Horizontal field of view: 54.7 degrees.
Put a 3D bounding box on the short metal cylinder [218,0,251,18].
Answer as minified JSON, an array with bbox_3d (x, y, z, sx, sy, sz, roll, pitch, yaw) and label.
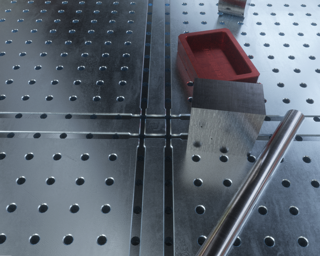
[{"bbox_3d":[0.148,-0.257,0.590,0.050,0.080,0.080,19,52,15],"label":"short metal cylinder"}]

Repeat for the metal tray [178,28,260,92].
[{"bbox_3d":[0.089,-0.107,0.495,0.091,0.030,0.130,-10,51,-9],"label":"metal tray"}]

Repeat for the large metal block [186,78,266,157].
[{"bbox_3d":[0.078,-0.012,0.383,0.080,0.080,0.050,6,50,5],"label":"large metal block"}]

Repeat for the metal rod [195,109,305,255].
[{"bbox_3d":[0.096,0.077,0.343,0.025,0.025,0.301,29,56,22],"label":"metal rod"}]
